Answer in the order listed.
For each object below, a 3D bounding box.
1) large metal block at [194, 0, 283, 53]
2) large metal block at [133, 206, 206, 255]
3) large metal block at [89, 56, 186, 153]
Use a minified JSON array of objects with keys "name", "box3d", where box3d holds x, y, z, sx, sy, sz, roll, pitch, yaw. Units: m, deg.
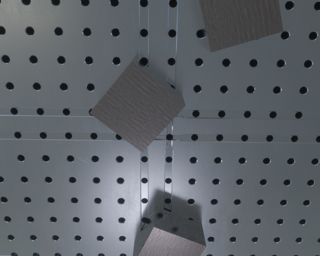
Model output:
[{"name":"large metal block","box3d":[0.084,-0.139,0.350,0.080,0.050,0.080,-16,110,5]},{"name":"large metal block","box3d":[0.012,0.176,0.465,0.080,0.050,0.080,23,108,-8]},{"name":"large metal block","box3d":[-0.027,-0.030,0.389,0.080,0.050,0.080,39,106,-13]}]
